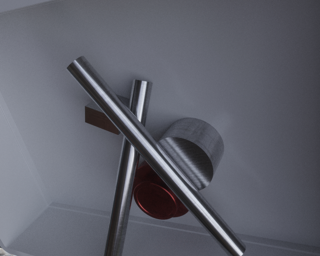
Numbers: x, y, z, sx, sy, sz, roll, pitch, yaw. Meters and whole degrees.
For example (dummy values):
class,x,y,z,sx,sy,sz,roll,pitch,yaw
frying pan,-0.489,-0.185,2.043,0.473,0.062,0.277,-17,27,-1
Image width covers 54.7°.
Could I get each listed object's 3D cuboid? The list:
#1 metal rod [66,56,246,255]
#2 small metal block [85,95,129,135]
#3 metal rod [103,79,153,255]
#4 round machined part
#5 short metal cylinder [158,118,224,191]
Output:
class,x,y,z,sx,sy,sz,roll,pitch,yaw
metal rod,0.001,0.040,0.367,0.025,0.025,0.300,-34,100,38
small metal block,-0.063,-0.021,0.411,0.050,0.050,0.025,20,126,16
metal rod,-0.048,0.086,0.406,0.025,0.025,0.298,14,99,20
round machined part,0.000,0.095,0.455,0.098,0.042,0.097,13,124,20
short metal cylinder,0.036,0.033,0.393,0.080,0.050,0.079,13,124,20
